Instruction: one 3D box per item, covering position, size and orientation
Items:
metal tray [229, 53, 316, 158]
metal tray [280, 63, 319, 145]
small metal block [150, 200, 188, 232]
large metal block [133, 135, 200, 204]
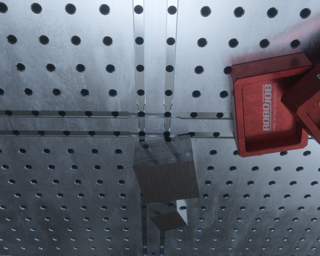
[{"bbox_3d":[0.139,-0.023,0.390,0.090,0.030,0.129,-10,130,8],"label":"metal tray"},{"bbox_3d":[0.211,-0.047,0.343,0.130,0.030,0.090,-43,128,14],"label":"metal tray"},{"bbox_3d":[0.015,0.154,0.543,0.050,0.025,0.050,-19,128,15],"label":"small metal block"},{"bbox_3d":[0.011,0.061,0.447,0.080,0.050,0.080,-8,130,6],"label":"large metal block"}]
